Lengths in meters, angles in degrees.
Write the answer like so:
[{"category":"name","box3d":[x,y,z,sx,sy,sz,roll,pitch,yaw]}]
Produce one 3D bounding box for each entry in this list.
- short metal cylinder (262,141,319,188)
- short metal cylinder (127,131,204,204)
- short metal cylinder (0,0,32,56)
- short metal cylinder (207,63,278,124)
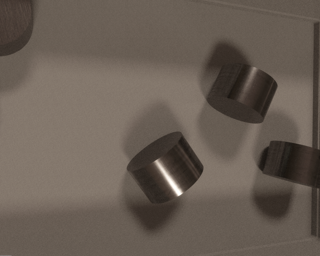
[{"category":"short metal cylinder","box3d":[0.198,0.054,0.457,0.081,0.080,0.050,18,84,-20]},{"category":"short metal cylinder","box3d":[0.006,0.048,0.385,0.080,0.080,0.050,-37,102,-16]},{"category":"short metal cylinder","box3d":[-0.180,-0.121,0.331,0.081,0.050,0.079,0,90,-21]},{"category":"short metal cylinder","box3d":[0.112,-0.046,0.424,0.080,0.080,0.050,28,81,-18]}]
